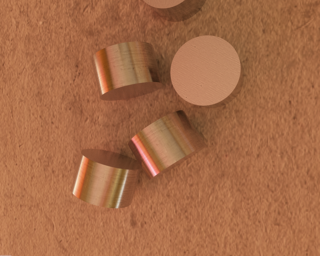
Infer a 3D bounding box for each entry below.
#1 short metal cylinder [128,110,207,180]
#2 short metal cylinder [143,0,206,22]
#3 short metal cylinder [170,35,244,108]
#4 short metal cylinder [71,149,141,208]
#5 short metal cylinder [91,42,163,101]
[{"bbox_3d":[0.009,0.021,0.376,0.080,0.080,0.050,-35,79,16],"label":"short metal cylinder"},{"bbox_3d":[0.016,-0.182,0.389,0.080,0.050,0.079,0,90,19],"label":"short metal cylinder"},{"bbox_3d":[0.059,-0.065,0.375,0.080,0.050,0.079,0,90,19],"label":"short metal cylinder"},{"bbox_3d":[-0.069,0.063,0.403,0.080,0.080,0.050,18,96,19],"label":"short metal cylinder"},{"bbox_3d":[-0.042,-0.070,0.393,0.080,0.080,0.050,-15,85,19],"label":"short metal cylinder"}]
